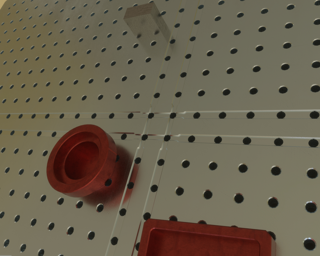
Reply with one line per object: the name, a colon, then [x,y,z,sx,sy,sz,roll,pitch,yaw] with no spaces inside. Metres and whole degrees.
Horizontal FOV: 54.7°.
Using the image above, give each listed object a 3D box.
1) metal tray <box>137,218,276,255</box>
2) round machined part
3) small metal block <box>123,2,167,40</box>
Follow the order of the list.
metal tray: [0.040,0.141,0.297,0.130,0.030,0.090,-3,60,27]
round machined part: [-0.101,0.047,0.421,0.098,0.042,0.098,-13,56,21]
small metal block: [-0.024,-0.175,0.513,0.050,0.050,0.025,-1,62,28]
